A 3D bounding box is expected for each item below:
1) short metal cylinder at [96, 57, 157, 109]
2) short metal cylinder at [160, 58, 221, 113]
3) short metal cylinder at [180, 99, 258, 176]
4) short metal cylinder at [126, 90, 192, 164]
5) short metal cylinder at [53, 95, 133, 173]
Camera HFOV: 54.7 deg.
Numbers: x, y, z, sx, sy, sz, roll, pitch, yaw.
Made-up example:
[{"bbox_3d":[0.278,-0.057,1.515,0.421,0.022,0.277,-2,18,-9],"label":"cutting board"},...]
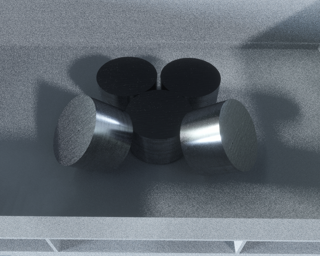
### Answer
[{"bbox_3d":[-0.044,-0.054,0.430,0.081,0.050,0.080,0,50,0],"label":"short metal cylinder"},{"bbox_3d":[0.041,-0.053,0.432,0.081,0.050,0.080,0,50,0],"label":"short metal cylinder"},{"bbox_3d":[0.068,0.012,0.350,0.050,0.080,0.080,-15,37,41],"label":"short metal cylinder"},{"bbox_3d":[-0.001,-0.002,0.386,0.081,0.050,0.080,0,50,0],"label":"short metal cylinder"},{"bbox_3d":[-0.077,0.008,0.352,0.050,0.080,0.080,22,33,-44],"label":"short metal cylinder"}]
